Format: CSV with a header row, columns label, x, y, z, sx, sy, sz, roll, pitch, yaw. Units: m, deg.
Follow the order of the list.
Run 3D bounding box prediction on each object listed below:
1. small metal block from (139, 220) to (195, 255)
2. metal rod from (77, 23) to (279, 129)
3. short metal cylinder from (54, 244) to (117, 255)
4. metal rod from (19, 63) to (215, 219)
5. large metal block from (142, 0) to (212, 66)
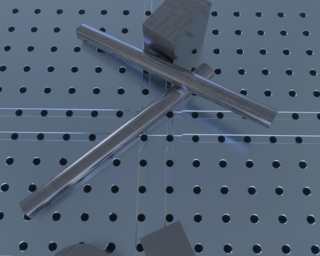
label,x,y,z,sx,sy,sz,roll,pitch,yaw
small metal block,0.010,0.142,0.360,0.050,0.025,0.050,-23,72,-8
metal rod,0.010,-0.077,0.416,0.301,0.025,0.025,28,72,19
short metal cylinder,-0.082,0.168,0.336,0.081,0.050,0.080,0,70,0
metal rod,-0.046,0.009,0.408,0.301,0.025,0.025,-38,75,-13
large metal block,0.023,-0.132,0.431,0.050,0.080,0.080,36,74,12
